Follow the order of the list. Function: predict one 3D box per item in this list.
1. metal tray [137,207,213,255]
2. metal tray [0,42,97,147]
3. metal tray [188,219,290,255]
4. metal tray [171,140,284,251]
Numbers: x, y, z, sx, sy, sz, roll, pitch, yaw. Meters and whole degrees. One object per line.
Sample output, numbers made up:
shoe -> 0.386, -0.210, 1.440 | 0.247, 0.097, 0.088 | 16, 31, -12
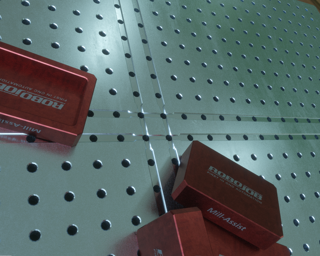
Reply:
metal tray -> 0.019, 0.149, 0.286 | 0.030, 0.090, 0.130 | 1, 62, -28
metal tray -> -0.146, -0.040, 0.350 | 0.131, 0.030, 0.090 | 18, 55, -18
metal tray -> 0.089, 0.165, 0.354 | 0.131, 0.030, 0.090 | 24, 53, -14
metal tray -> 0.084, 0.079, 0.381 | 0.130, 0.030, 0.090 | 30, 33, -5
